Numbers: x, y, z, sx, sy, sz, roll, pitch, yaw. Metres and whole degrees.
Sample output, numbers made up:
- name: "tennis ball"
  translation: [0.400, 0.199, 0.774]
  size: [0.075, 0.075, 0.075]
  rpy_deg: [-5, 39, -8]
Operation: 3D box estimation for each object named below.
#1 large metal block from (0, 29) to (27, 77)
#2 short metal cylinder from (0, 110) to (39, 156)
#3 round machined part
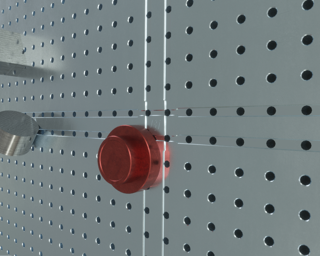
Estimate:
- name: "large metal block"
  translation: [-0.335, -0.159, 0.646]
  size: [0.050, 0.081, 0.080]
  rpy_deg: [-28, 73, 36]
- name: "short metal cylinder"
  translation: [-0.286, 0.010, 0.606]
  size: [0.080, 0.081, 0.050]
  rpy_deg: [47, 118, 29]
- name: "round machined part"
  translation: [-0.050, 0.044, 0.438]
  size: [0.098, 0.042, 0.097]
  rpy_deg: [0, 90, 39]
